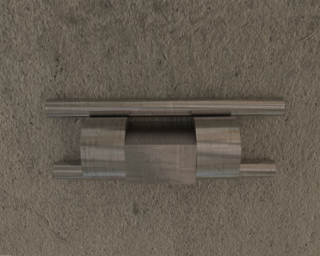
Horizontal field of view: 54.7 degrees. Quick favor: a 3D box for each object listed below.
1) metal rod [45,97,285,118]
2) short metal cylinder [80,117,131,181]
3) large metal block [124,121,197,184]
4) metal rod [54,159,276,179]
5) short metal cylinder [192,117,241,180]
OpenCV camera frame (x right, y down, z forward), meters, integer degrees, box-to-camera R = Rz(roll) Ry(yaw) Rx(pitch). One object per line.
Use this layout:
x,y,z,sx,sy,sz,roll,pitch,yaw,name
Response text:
0.007,-0.027,0.401,0.302,0.025,0.025,-1,110,0,metal rod
-0.065,0.026,0.390,0.050,0.080,0.079,-1,110,0,short metal cylinder
0.001,0.028,0.389,0.081,0.080,0.050,0,110,0,large metal block
0.007,0.058,0.432,0.302,0.025,0.025,-1,110,0,metal rod
0.067,0.025,0.391,0.050,0.080,0.079,-1,110,0,short metal cylinder
